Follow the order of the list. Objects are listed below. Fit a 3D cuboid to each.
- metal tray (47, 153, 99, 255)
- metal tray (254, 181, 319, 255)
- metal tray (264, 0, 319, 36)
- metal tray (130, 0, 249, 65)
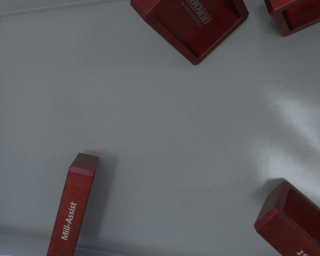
[{"bbox_3d":[-0.114,0.106,0.413,0.030,0.090,0.129,15,95,-9],"label":"metal tray"},{"bbox_3d":[0.164,0.121,0.315,0.130,0.090,0.030,42,116,15],"label":"metal tray"},{"bbox_3d":[0.174,-0.142,0.302,0.130,0.090,0.030,-21,79,28],"label":"metal tray"},{"bbox_3d":[0.039,-0.130,0.339,0.090,0.130,0.030,-43,63,15],"label":"metal tray"}]
